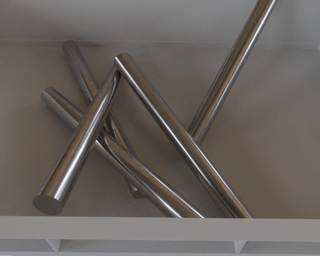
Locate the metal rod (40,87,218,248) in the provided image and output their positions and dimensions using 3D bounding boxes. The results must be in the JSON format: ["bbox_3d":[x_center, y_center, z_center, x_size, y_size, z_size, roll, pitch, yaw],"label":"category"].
[{"bbox_3d":[-0.058,0.024,0.357,0.025,0.025,0.300,-35,50,-26],"label":"metal rod"}]

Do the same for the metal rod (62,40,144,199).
[{"bbox_3d":[-0.085,-0.032,0.430,0.025,0.025,0.300,-21,53,-17],"label":"metal rod"}]

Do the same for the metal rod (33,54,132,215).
[{"bbox_3d":[-0.074,-0.023,0.375,0.025,0.025,0.300,6,36,4],"label":"metal rod"}]

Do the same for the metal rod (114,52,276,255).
[{"bbox_3d":[0.025,0.013,0.370,0.025,0.025,0.300,-26,62,-20],"label":"metal rod"}]

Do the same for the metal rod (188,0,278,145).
[{"bbox_3d":[0.110,-0.107,0.416,0.025,0.025,0.300,26,79,20],"label":"metal rod"}]
